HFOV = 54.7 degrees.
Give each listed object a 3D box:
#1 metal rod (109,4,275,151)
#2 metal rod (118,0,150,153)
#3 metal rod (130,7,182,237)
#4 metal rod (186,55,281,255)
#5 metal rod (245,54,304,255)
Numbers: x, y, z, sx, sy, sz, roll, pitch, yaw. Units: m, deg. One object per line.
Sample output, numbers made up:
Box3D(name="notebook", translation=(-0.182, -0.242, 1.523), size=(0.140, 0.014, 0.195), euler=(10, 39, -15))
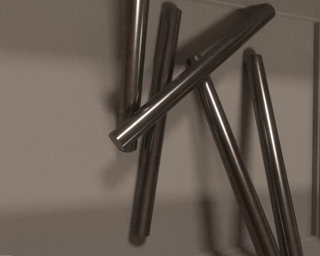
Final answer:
Box3D(name="metal rod", translation=(0.055, -0.078, 0.398), size=(0.301, 0.025, 0.025), euler=(-42, 104, -23))
Box3D(name="metal rod", translation=(-0.026, -0.103, 0.324), size=(0.025, 0.025, 0.298), euler=(-5, 122, -20))
Box3D(name="metal rod", translation=(-0.004, -0.010, 0.409), size=(0.025, 0.025, 0.298), euler=(9, 87, -20))
Box3D(name="metal rod", translation=(0.091, 0.041, 0.384), size=(0.025, 0.025, 0.299), euler=(-11, 71, -20))
Box3D(name="metal rod", translation=(0.149, 0.035, 0.410), size=(0.025, 0.025, 0.299), euler=(5, 67, -20))
